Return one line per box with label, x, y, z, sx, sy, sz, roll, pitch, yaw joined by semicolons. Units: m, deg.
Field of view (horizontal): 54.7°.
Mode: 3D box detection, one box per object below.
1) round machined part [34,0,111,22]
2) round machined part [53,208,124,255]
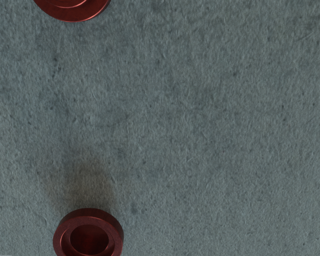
round machined part;-0.100;-0.167;0.338;0.099;0.042;0.097;0;110;-1
round machined part;-0.102;0.159;0.458;0.099;0.042;0.097;0;110;-1
